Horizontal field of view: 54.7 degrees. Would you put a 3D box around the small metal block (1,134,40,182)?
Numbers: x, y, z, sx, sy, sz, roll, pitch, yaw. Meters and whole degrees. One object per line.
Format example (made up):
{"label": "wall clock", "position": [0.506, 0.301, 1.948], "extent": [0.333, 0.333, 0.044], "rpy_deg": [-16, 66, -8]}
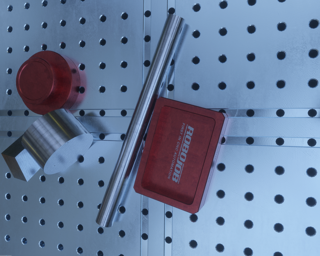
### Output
{"label": "small metal block", "position": [-0.197, 0.042, 0.458], "extent": [0.025, 0.050, 0.050], "rpy_deg": [12, 132, 20]}

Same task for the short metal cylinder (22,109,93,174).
{"label": "short metal cylinder", "position": [-0.142, 0.019, 0.433], "extent": [0.050, 0.080, 0.080], "rpy_deg": [45, 104, 14]}

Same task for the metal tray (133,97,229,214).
{"label": "metal tray", "position": [0.026, 0.033, 0.400], "extent": [0.090, 0.030, 0.129], "rpy_deg": [17, 96, 19]}

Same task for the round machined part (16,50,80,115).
{"label": "round machined part", "position": [-0.174, -0.068, 0.465], "extent": [0.098, 0.042, 0.097], "rpy_deg": [0, 90, 20]}

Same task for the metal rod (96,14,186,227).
{"label": "metal rod", "position": [-0.029, -0.005, 0.422], "extent": [0.025, 0.025, 0.298], "rpy_deg": [22, 97, 18]}
